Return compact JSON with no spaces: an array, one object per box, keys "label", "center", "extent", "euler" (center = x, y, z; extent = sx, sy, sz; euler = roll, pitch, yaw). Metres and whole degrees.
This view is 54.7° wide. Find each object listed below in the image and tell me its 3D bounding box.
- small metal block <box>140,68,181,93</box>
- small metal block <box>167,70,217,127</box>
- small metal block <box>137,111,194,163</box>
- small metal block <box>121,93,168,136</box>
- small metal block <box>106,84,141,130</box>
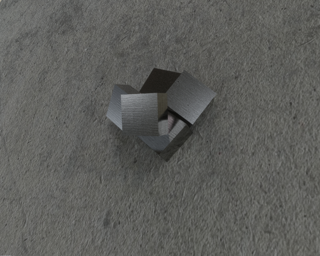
[{"label":"small metal block","center":[0.004,-0.053,0.435],"extent":[0.050,0.025,0.050],"euler":[19,71,35]},{"label":"small metal block","center":[0.035,-0.037,0.394],"extent":[0.050,0.025,0.050],"euler":[37,81,4]},{"label":"small metal block","center":[0.005,0.008,0.397],"extent":[0.050,0.025,0.050],"euler":[-48,52,-6]},{"label":"small metal block","center":[-0.019,-0.016,0.377],"extent":[0.050,0.025,0.050],"euler":[0,94,28]},{"label":"small metal block","center":[-0.045,-0.027,0.429],"extent":[0.050,0.025,0.050],"euler":[38,119,37]}]
